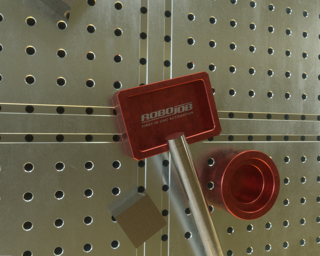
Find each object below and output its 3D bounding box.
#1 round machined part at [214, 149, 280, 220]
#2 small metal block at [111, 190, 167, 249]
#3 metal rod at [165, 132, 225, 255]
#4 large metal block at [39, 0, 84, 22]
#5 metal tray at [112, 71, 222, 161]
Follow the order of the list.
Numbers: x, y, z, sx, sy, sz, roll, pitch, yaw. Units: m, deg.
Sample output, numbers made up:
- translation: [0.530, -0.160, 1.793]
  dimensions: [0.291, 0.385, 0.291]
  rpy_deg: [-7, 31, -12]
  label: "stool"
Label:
- translation: [0.121, 0.079, 0.450]
  dimensions: [0.099, 0.042, 0.097]
  rpy_deg: [0, 90, -21]
  label: "round machined part"
- translation: [-0.027, 0.118, 0.404]
  dimensions: [0.050, 0.025, 0.050]
  rpy_deg: [-35, 102, -17]
  label: "small metal block"
- translation: [0.066, 0.147, 0.421]
  dimensions: [0.025, 0.025, 0.298]
  rpy_deg: [-24, 105, -19]
  label: "metal rod"
- translation: [-0.115, -0.186, 0.357]
  dimensions: [0.080, 0.050, 0.080]
  rpy_deg: [36, 78, -17]
  label: "large metal block"
- translation: [0.012, -0.018, 0.415]
  dimensions: [0.131, 0.030, 0.089]
  rpy_deg: [-16, 96, -20]
  label: "metal tray"
